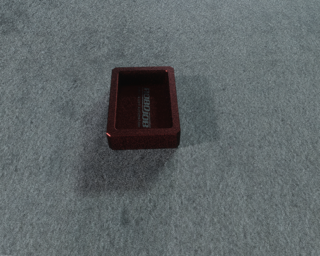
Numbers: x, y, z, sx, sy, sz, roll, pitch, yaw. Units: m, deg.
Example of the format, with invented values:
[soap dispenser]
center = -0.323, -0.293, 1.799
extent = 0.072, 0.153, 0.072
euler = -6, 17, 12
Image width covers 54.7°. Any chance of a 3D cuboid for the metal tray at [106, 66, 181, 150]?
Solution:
[metal tray]
center = -0.022, -0.032, 0.426
extent = 0.091, 0.030, 0.130
euler = -2, 50, -2
